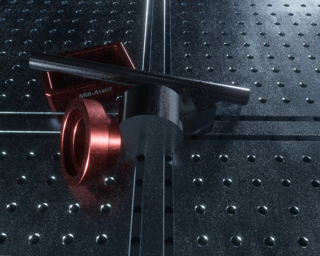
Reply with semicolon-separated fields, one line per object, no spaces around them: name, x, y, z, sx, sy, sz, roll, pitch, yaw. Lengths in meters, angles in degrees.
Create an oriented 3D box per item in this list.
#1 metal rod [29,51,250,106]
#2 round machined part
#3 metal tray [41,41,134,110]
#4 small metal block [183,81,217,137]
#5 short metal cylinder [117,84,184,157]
metal rod;-0.024;-0.068;0.433;0.302;0.025;0.025;9;50;-5
round machined part;-0.079;0.017;0.353;0.042;0.097;0.098;4;44;-35
metal tray;-0.109;-0.083;0.472;0.131;0.030;0.090;-16;52;-14
small metal block;0.051;-0.025;0.413;0.025;0.050;0.050;-13;52;-11
short metal cylinder;-0.012;-0.008;0.378;0.081;0.080;0.050;2;50;1
